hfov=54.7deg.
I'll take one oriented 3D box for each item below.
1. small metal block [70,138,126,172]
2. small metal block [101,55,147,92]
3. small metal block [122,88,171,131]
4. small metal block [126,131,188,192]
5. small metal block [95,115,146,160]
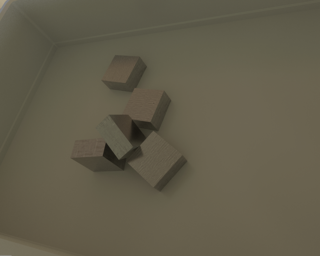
[{"bbox_3d":[-0.080,0.037,0.409,0.050,0.050,0.025,-6,60,25],"label":"small metal block"},{"bbox_3d":[-0.056,-0.086,0.489,0.050,0.025,0.050,12,68,33],"label":"small metal block"},{"bbox_3d":[-0.019,-0.027,0.432,0.050,0.025,0.050,9,66,32],"label":"small metal block"},{"bbox_3d":[-0.004,0.040,0.378,0.050,0.025,0.050,39,84,29],"label":"small metal block"},{"bbox_3d":[-0.046,0.010,0.394,0.025,0.050,0.050,-42,77,18],"label":"small metal block"}]
